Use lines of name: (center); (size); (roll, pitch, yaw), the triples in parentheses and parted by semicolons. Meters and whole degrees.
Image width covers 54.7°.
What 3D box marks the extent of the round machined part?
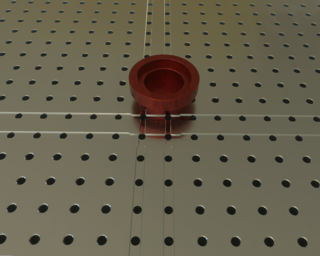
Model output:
round machined part: (0.006, -0.060, 0.447); (0.099, 0.042, 0.098); (0, 50, 0)
